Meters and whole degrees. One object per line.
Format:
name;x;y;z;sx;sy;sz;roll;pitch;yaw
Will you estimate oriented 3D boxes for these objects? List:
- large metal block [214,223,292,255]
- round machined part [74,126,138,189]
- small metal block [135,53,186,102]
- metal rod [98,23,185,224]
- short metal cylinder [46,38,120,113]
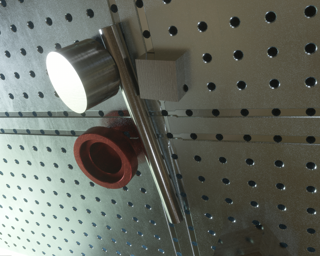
large metal block;0.135;0.192;0.442;0.080;0.050;0.080;-33;100;38
round machined part;-0.076;0.040;0.463;0.098;0.042;0.097;13;124;20
small metal block;0.002;-0.061;0.371;0.050;0.025;0.050;8;122;23
metal rod;-0.017;0.010;0.425;0.025;0.025;0.298;-5;117;30
short metal cylinder;-0.096;-0.065;0.388;0.080;0.050;0.079;31;139;32
